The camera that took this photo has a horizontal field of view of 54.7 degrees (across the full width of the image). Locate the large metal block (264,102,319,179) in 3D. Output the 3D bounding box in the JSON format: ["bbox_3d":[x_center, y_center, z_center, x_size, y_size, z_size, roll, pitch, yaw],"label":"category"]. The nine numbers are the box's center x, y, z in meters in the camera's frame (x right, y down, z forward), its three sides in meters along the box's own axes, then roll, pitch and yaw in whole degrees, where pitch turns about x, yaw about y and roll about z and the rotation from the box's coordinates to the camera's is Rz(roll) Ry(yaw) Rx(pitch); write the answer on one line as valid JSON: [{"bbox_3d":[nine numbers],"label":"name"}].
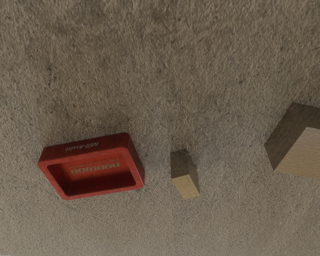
[{"bbox_3d":[0.199,0.019,0.409,0.081,0.050,0.079,11,129,-10],"label":"large metal block"}]

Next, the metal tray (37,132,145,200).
[{"bbox_3d":[-0.096,0.059,0.452,0.131,0.030,0.090,-11,130,8],"label":"metal tray"}]

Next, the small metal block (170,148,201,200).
[{"bbox_3d":[0.036,0.066,0.448,0.025,0.050,0.050,-18,128,14],"label":"small metal block"}]
